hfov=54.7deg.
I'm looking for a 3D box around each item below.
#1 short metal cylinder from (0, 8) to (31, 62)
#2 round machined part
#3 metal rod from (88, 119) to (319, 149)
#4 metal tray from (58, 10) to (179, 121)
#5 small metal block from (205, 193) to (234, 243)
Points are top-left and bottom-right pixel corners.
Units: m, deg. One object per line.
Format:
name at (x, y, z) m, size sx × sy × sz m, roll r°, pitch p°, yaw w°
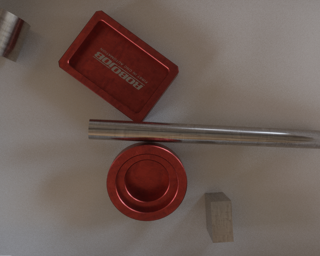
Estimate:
short metal cylinder at (-0.210, -0.121, 0.381) m, size 0.080 × 0.080 × 0.050 m, roll 22°, pitch 90°, yaw -1°
round machined part at (-0.016, 0.065, 0.398) m, size 0.099 × 0.042 × 0.097 m, roll 0°, pitch 100°, yaw -2°
metal rod at (0.064, 0.008, 0.395) m, size 0.302 × 0.025 × 0.025 m, roll 3°, pitch 90°, yaw -8°
metal tray at (-0.052, -0.078, 0.408) m, size 0.130 × 0.030 × 0.090 m, roll 36°, pitch 90°, yaw -1°
small metal block at (0.075, 0.114, 0.400) m, size 0.025 × 0.050 × 0.050 m, roll -3°, pitch 90°, yaw 0°
